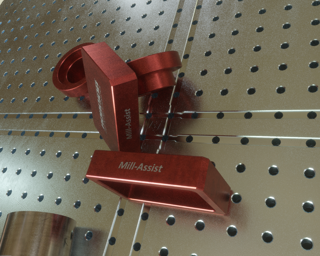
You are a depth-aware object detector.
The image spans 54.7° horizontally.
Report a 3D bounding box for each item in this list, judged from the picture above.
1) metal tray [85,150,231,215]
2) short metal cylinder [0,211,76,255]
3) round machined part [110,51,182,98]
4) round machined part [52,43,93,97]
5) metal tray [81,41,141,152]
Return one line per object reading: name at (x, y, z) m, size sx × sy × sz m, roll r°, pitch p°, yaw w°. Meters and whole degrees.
metal tray at (0.000, 0.058, 0.330) m, size 0.130 × 0.090 × 0.030 m, roll 1°, pitch 63°, yaw 28°
short metal cylinder at (-0.144, 0.133, 0.365) m, size 0.080 × 0.080 × 0.050 m, roll -11°, pitch 57°, yaw 22°
round machined part at (-0.016, -0.069, 0.424) m, size 0.098 × 0.098 × 0.042 m, roll -16°, pitch 94°, yaw 19°
round machined part at (-0.126, -0.091, 0.517) m, size 0.098 × 0.042 × 0.098 m, roll -13°, pitch 56°, yaw 20°
metal tray at (-0.060, -0.030, 0.391) m, size 0.030 × 0.129 × 0.090 m, roll -22°, pitch 47°, yaw -23°
